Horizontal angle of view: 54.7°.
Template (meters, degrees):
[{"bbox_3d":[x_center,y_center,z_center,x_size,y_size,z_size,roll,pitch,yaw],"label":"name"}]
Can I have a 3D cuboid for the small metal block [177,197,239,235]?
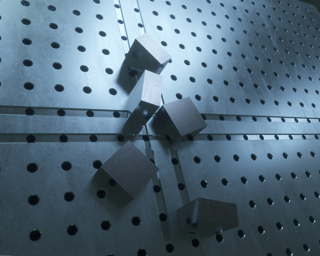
[{"bbox_3d":[0.054,0.104,0.360,0.050,0.050,0.025,15,56,-21],"label":"small metal block"}]

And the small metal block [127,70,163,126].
[{"bbox_3d":[-0.020,-0.039,0.407,0.025,0.050,0.050,18,55,-19],"label":"small metal block"}]

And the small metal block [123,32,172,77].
[{"bbox_3d":[-0.019,-0.098,0.443,0.050,0.050,0.025,45,51,3],"label":"small metal block"}]

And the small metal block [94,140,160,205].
[{"bbox_3d":[-0.038,0.051,0.358,0.050,0.025,0.050,44,51,1],"label":"small metal block"}]

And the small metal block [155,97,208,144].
[{"bbox_3d":[0.030,-0.011,0.433,0.050,0.025,0.050,-20,73,-36],"label":"small metal block"}]
